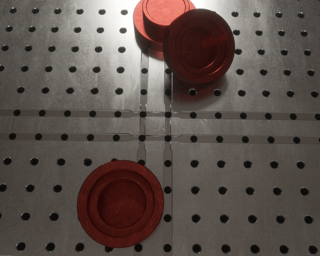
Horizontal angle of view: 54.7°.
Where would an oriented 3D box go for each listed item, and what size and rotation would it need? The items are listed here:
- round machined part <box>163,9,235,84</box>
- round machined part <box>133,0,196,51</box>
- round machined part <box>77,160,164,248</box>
[{"bbox_3d":[0.050,-0.110,0.429,0.099,0.042,0.097,-2,96,-18],"label":"round machined part"},{"bbox_3d":[0.008,-0.168,0.464,0.099,0.042,0.098,0,70,-1],"label":"round machined part"},{"bbox_3d":[-0.045,0.090,0.369,0.099,0.042,0.098,0,70,-1],"label":"round machined part"}]
